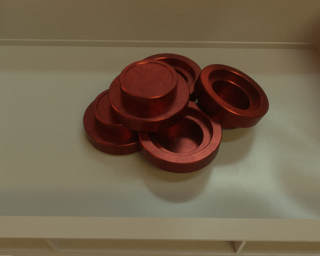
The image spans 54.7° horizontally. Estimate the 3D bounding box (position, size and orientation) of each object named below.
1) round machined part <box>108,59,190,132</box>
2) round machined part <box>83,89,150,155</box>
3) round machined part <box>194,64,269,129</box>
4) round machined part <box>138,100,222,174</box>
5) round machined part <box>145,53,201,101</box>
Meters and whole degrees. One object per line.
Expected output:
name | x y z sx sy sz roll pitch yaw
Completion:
round machined part | -0.013 -0.046 0.374 0.099 0.042 0.098 0 50 0
round machined part | -0.050 -0.016 0.403 0.099 0.042 0.098 0 50 0
round machined part | 0.089 -0.037 0.410 0.099 0.042 0.098 14 45 -15
round machined part | 0.024 0.014 0.380 0.099 0.042 0.098 0 50 0
round machined part | 0.011 -0.060 0.443 0.099 0.042 0.098 0 50 0
